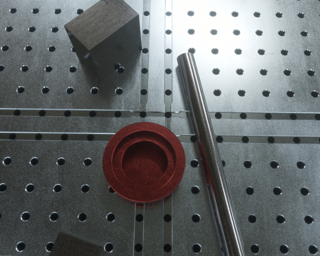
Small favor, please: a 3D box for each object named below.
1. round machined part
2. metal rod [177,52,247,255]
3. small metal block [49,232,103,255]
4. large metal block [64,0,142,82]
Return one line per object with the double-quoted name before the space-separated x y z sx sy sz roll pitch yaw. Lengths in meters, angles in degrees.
"round machined part" -0.019 0.045 0.386 0.099 0.042 0.098 0 70 -1
"metal rod" 0.065 0.036 0.399 0.025 0.025 0.299 -10 70 -4
"small metal block" -0.099 0.153 0.355 0.050 0.025 0.050 18 71 6
"large metal block" -0.073 -0.123 0.426 0.080 0.080 0.050 -41 76 -14
